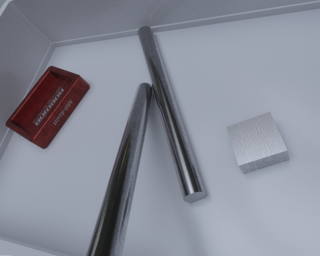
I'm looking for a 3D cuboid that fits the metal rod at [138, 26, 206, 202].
[{"bbox_3d":[0.007,-0.042,0.426,0.025,0.025,0.299,-24,53,13],"label":"metal rod"}]

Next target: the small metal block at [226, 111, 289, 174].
[{"bbox_3d":[0.106,0.016,0.339,0.050,0.025,0.050,-21,54,15],"label":"small metal block"}]

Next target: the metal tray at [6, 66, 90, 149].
[{"bbox_3d":[-0.189,-0.039,0.522,0.090,0.030,0.130,22,73,35],"label":"metal tray"}]

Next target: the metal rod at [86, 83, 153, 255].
[{"bbox_3d":[-0.032,0.025,0.325,0.025,0.025,0.300,-20,29,16],"label":"metal rod"}]
